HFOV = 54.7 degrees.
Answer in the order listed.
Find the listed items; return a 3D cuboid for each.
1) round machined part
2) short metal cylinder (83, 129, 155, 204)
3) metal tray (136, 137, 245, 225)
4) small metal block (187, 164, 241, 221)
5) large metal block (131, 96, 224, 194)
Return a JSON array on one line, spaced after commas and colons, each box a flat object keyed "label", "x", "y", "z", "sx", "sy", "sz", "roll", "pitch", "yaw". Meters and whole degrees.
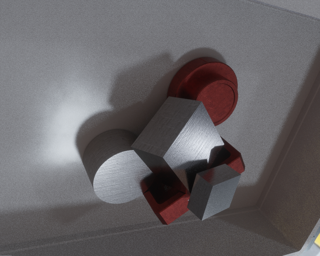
[{"label": "round machined part", "x": 0.062, "y": -0.040, "z": 0.407, "sx": 0.099, "sy": 0.042, "sz": 0.097, "roll": -14, "pitch": 125, "yaw": -21}, {"label": "short metal cylinder", "x": -0.051, "y": 0.048, "z": 0.393, "sx": 0.081, "sy": 0.050, "sz": 0.079, "roll": -14, "pitch": 125, "yaw": -21}, {"label": "metal tray", "x": 0.036, "y": 0.058, "z": 0.421, "sx": 0.131, "sy": 0.090, "sz": 0.030, "roll": -33, "pitch": 128, "yaw": -7}, {"label": "small metal block", "x": 0.064, "y": 0.075, "z": 0.366, "sx": 0.050, "sy": 0.025, "sz": 0.050, "roll": -11, "pitch": 124, "yaw": -39}, {"label": "large metal block", "x": 0.025, "y": 0.021, "z": 0.372, "sx": 0.080, "sy": 0.050, "sz": 0.080, "roll": -54, "pitch": 133, "yaw": -22}]
